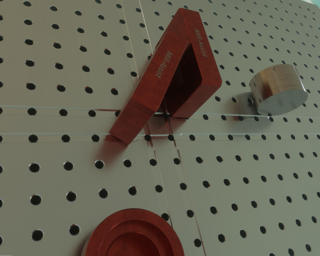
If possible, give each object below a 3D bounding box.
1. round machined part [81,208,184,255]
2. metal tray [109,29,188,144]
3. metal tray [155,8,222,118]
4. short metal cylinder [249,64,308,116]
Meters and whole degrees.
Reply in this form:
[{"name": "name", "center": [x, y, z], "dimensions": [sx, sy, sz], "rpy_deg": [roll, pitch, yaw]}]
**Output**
[{"name": "round machined part", "center": [-0.028, 0.132, 0.300], "dimensions": [0.099, 0.042, 0.098], "rpy_deg": [14, 54, -20]}, {"name": "metal tray", "center": [-0.014, -0.053, 0.390], "dimensions": [0.030, 0.090, 0.130], "rpy_deg": [30, 52, -9]}, {"name": "metal tray", "center": [0.035, -0.091, 0.440], "dimensions": [0.030, 0.090, 0.130], "rpy_deg": [2, 61, -27]}, {"name": "short metal cylinder", "center": [0.196, -0.061, 0.516], "dimensions": [0.081, 0.080, 0.050], "rpy_deg": [5, 60, -26]}]
